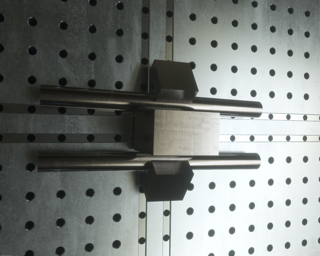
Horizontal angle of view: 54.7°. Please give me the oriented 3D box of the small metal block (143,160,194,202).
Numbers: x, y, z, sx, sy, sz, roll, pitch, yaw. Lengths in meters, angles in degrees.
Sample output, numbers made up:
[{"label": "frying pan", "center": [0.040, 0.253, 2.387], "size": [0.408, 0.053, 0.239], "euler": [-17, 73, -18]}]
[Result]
[{"label": "small metal block", "center": [0.010, 0.068, 0.400], "size": [0.050, 0.025, 0.050], "euler": [3, 127, -21]}]

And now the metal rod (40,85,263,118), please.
[{"label": "metal rod", "center": [0.004, -0.032, 0.409], "size": [0.302, 0.025, 0.025], "euler": [2, 90, -20]}]

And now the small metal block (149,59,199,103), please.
[{"label": "small metal block", "center": [0.017, -0.060, 0.403], "size": [0.050, 0.025, 0.050], "euler": [1, 55, -20]}]

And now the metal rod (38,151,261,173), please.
[{"label": "metal rod", "center": [0.001, 0.044, 0.410], "size": [0.302, 0.025, 0.025], "euler": [2, 90, -20]}]

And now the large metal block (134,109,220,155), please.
[{"label": "large metal block", "center": [0.018, 0.006, 0.385], "size": [0.081, 0.080, 0.050], "euler": [2, 90, -20]}]
